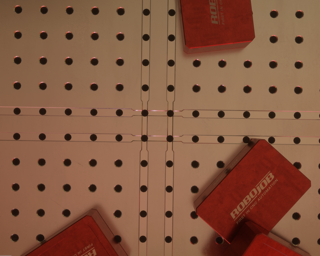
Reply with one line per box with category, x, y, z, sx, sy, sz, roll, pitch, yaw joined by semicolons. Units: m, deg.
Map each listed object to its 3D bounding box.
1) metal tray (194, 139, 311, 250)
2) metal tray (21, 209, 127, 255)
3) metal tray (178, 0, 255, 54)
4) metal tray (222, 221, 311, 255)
metal tray;0.120;0.089;0.412;0.090;0.030;0.130;42;90;0
metal tray;-0.119;0.181;0.410;0.130;0.030;0.090;-34;90;0
metal tray;0.070;-0.171;0.411;0.090;0.030;0.129;-7;90;0
metal tray;0.139;0.186;0.391;0.130;0.030;0.090;32;93;-17
